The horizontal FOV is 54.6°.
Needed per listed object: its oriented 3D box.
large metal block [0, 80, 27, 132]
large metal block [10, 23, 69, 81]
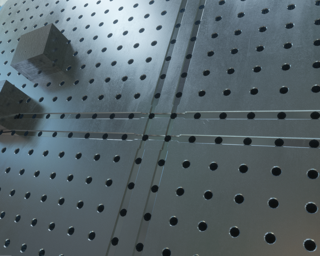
[{"bbox_3d":[-0.311,-0.039,0.581,0.080,0.050,0.080,-4,60,26],"label":"large metal block"},{"bbox_3d":[-0.234,-0.148,0.608,0.080,0.050,0.080,-12,57,22],"label":"large metal block"}]
